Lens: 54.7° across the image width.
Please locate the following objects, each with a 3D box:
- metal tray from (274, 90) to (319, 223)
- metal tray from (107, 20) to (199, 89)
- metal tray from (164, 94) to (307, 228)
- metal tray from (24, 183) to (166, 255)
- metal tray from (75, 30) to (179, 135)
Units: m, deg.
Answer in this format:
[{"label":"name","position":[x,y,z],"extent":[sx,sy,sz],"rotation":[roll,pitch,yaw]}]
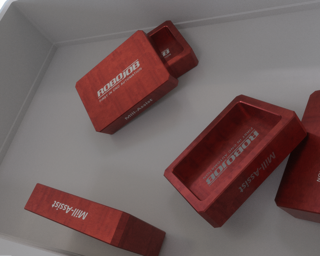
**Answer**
[{"label":"metal tray","position":[0.166,0.021,0.275],"extent":[0.090,0.030,0.130],"rotation":[-8,52,61]},{"label":"metal tray","position":[-0.019,-0.097,0.471],"extent":[0.130,0.030,0.090],"rotation":[-32,52,7]},{"label":"metal tray","position":[0.073,0.028,0.325],"extent":[0.130,0.030,0.090],"rotation":[-45,28,-4]},{"label":"metal tray","position":[-0.070,0.101,0.338],"extent":[0.130,0.090,0.030],"rotation":[8,66,31]},{"label":"metal tray","position":[-0.050,-0.062,0.436],"extent":[0.130,0.030,0.090],"rotation":[-35,69,17]}]
